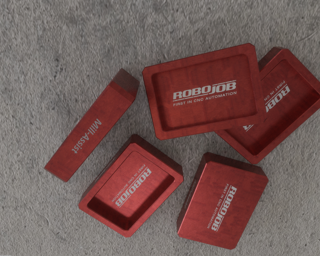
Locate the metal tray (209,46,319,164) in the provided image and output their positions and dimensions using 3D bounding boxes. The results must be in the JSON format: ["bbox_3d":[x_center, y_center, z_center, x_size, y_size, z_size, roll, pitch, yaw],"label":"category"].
[{"bbox_3d":[0.135,-0.027,0.398,0.090,0.030,0.130,40,105,-14],"label":"metal tray"}]

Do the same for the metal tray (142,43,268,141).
[{"bbox_3d":[0.052,-0.041,0.369,0.130,0.030,0.089,-10,96,14],"label":"metal tray"}]

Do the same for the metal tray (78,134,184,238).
[{"bbox_3d":[-0.041,0.084,0.437,0.090,0.030,0.130,37,106,-13],"label":"metal tray"}]

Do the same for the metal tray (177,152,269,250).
[{"bbox_3d":[0.086,0.107,0.447,0.091,0.030,0.129,16,109,-6],"label":"metal tray"}]

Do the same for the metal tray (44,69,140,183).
[{"bbox_3d":[-0.078,-0.006,0.371,0.030,0.090,0.130,38,106,-13],"label":"metal tray"}]
